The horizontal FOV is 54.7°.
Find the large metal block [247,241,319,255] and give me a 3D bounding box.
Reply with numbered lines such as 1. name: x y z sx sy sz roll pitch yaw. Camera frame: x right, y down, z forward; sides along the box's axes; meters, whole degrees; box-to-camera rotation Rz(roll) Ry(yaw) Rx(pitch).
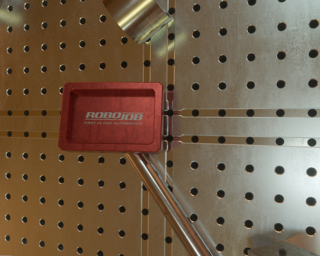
1. large metal block: 0.141 0.175 0.326 0.050 0.080 0.080 -7 87 -17

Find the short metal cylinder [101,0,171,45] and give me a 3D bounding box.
1. short metal cylinder: -0.030 -0.154 0.394 0.050 0.080 0.080 -36 79 16

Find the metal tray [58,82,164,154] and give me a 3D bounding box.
1. metal tray: -0.061 -0.013 0.406 0.131 0.030 0.090 1 80 5

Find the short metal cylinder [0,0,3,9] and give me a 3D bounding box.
1. short metal cylinder: -0.309 -0.223 0.509 0.080 0.050 0.080 0 90 20

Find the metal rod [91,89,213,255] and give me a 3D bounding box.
1. metal rod: -0.011 0.069 0.416 0.025 0.025 0.299 -37 78 16
